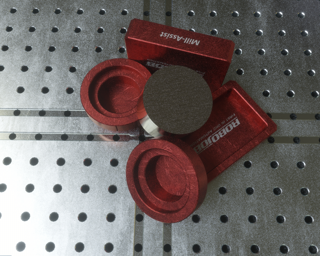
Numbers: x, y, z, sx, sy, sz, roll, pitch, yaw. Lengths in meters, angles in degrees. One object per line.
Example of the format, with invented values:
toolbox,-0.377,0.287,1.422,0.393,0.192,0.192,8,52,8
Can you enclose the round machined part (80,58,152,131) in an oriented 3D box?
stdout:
round machined part,-0.053,-0.041,0.417,0.099,0.042,0.098,0,70,-1

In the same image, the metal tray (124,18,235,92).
metal tray,0.024,-0.091,0.410,0.131,0.090,0.030,14,71,5

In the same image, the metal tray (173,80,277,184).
metal tray,0.073,0.007,0.407,0.131,0.030,0.090,-35,74,-12

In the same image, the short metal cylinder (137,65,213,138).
short metal cylinder,0.016,-0.028,0.369,0.081,0.050,0.080,2,79,-12

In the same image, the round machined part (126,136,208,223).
round machined part,0.011,0.057,0.363,0.098,0.042,0.097,7,103,32
